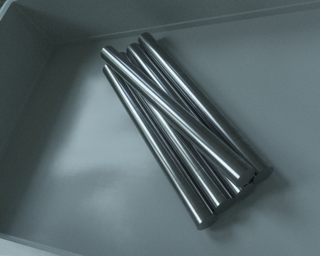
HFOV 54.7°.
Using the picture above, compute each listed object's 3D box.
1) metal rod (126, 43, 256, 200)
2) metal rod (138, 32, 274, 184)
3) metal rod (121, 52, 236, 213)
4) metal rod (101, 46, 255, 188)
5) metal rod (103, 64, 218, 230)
[{"bbox_3d":[0.022,-0.031,0.411,0.025,0.025,0.300,-37,51,4],"label":"metal rod"},{"bbox_3d":[0.041,-0.048,0.412,0.025,0.025,0.300,-37,51,4],"label":"metal rod"},{"bbox_3d":[0.002,-0.017,0.413,0.025,0.025,0.300,-37,51,4],"label":"metal rod"},{"bbox_3d":[0.000,-0.035,0.392,0.025,0.025,0.300,-43,51,-2],"label":"metal rod"},{"bbox_3d":[-0.016,0.001,0.412,0.025,0.025,0.300,-37,51,4],"label":"metal rod"}]
